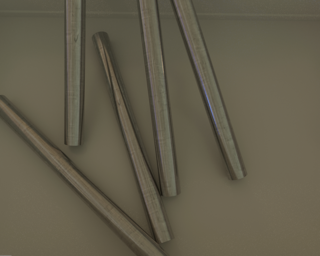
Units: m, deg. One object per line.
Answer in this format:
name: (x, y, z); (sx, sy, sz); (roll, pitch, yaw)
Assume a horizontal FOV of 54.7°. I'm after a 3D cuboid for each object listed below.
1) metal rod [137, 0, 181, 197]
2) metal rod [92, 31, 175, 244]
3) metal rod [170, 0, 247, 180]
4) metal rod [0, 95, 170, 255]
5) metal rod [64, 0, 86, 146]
metal rod: (-0.005, -0.067, 0.372); (0.025, 0.025, 0.298); (-7, 94, -3)
metal rod: (-0.041, -0.001, 0.409); (0.025, 0.025, 0.299); (-17, 71, -6)
metal rod: (0.050, -0.080, 0.376); (0.025, 0.025, 0.298); (-20, 96, -7)
metal rod: (-0.109, 0.057, 0.379); (0.300, 0.025, 0.025); (40, 75, 16)
metal rod: (-0.104, -0.126, 0.377); (0.025, 0.025, 0.298); (3, 100, 1)
